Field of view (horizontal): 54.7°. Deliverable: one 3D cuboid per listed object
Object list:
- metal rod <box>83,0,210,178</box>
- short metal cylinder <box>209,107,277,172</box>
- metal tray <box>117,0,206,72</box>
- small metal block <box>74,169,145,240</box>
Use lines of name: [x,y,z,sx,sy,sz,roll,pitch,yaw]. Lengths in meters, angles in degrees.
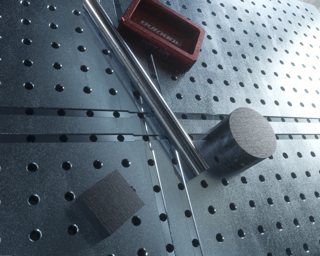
metal rod: [-0.025,-0.064,0.435,0.025,0.025,0.299,-24,75,-37]
short metal cylinder: [0.119,0.017,0.449,0.081,0.050,0.080,14,56,-21]
metal tray: [0.005,-0.158,0.505,0.131,0.030,0.090,27,52,-12]
small metal block: [-0.053,0.081,0.331,0.050,0.025,0.050,-35,82,-39]
